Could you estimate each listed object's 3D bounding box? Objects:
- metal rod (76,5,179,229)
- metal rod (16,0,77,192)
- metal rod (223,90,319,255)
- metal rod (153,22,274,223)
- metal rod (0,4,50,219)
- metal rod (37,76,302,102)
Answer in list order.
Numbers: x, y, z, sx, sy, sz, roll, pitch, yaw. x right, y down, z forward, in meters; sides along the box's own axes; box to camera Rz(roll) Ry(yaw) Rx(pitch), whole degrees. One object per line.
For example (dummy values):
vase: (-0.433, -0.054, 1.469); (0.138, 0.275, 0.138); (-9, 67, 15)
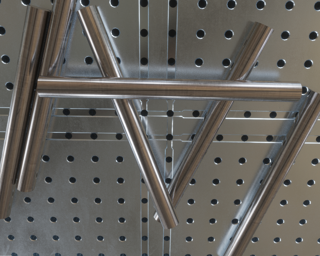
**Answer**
metal rod: (-0.035, -0.003, 0.397); (0.025, 0.025, 0.299); (-19, 104, 7)
metal rod: (-0.144, -0.049, 0.394); (0.025, 0.025, 0.298); (17, 109, -6)
metal rod: (0.156, 0.088, 0.446); (0.025, 0.025, 0.298); (18, 109, -7)
metal rod: (0.063, 0.006, 0.416); (0.025, 0.025, 0.298); (23, 108, -8)
metal rod: (-0.188, -0.007, 0.409); (0.025, 0.025, 0.298); (17, 109, -6)
metal rod: (0.015, -0.045, 0.364); (0.302, 0.025, 0.025); (1, 110, -4)
